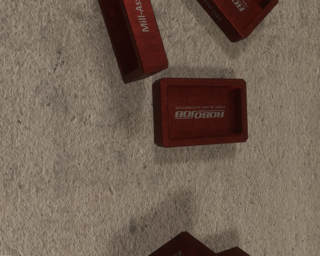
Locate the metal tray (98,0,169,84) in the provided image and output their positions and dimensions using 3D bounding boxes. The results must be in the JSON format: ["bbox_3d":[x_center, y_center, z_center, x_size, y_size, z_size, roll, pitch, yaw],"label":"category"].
[{"bbox_3d":[-0.037,-0.122,0.361,0.030,0.090,0.129,-19,97,-19],"label":"metal tray"}]

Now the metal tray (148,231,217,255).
[{"bbox_3d":[0.003,0.187,0.376,0.131,0.090,0.030,-29,100,-18],"label":"metal tray"}]

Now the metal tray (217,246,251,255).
[{"bbox_3d":[0.068,0.228,0.427,0.131,0.030,0.089,-8,98,-22],"label":"metal tray"}]

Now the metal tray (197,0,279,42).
[{"bbox_3d":[0.100,-0.201,0.444,0.130,0.030,0.090,45,76,-15],"label":"metal tray"}]

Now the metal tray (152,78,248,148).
[{"bbox_3d":[0.057,-0.022,0.428,0.131,0.030,0.089,-3,91,-21],"label":"metal tray"}]
